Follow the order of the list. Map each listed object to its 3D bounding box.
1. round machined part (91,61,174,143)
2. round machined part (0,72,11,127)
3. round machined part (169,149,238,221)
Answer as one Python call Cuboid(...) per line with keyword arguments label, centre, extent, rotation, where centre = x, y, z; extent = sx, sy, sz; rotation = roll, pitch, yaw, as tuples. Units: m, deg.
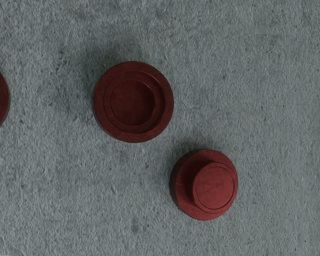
Cuboid(label="round machined part", centre=(-0.036, -0.031, 0.387), extent=(0.099, 0.042, 0.097), rotation=(0, 90, -20))
Cuboid(label="round machined part", centre=(-0.210, -0.031, 0.323), extent=(0.099, 0.042, 0.097), rotation=(0, 90, -20))
Cuboid(label="round machined part", centre=(0.066, 0.078, 0.424), extent=(0.099, 0.042, 0.097), rotation=(0, 90, -20))
